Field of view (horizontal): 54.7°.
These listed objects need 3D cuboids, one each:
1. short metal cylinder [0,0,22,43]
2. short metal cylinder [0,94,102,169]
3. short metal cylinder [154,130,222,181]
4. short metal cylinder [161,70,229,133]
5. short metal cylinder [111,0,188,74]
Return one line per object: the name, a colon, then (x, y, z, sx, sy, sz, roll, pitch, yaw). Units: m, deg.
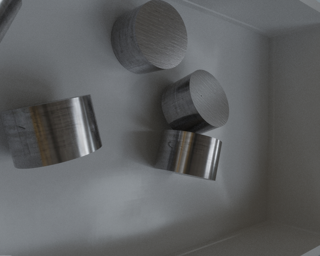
short metal cylinder: (-0.158, -0.098, 0.239, 0.080, 0.080, 0.050, 32, 70, -36)
short metal cylinder: (-0.099, 0.001, 0.289, 0.081, 0.080, 0.050, -18, 102, -39)
short metal cylinder: (0.037, 0.036, 0.404, 0.080, 0.080, 0.050, 19, 78, -39)
short metal cylinder: (0.049, -0.032, 0.418, 0.080, 0.050, 0.080, 21, 58, -38)
short metal cylinder: (-0.012, -0.109, 0.382, 0.081, 0.050, 0.079, 0, 90, -40)
